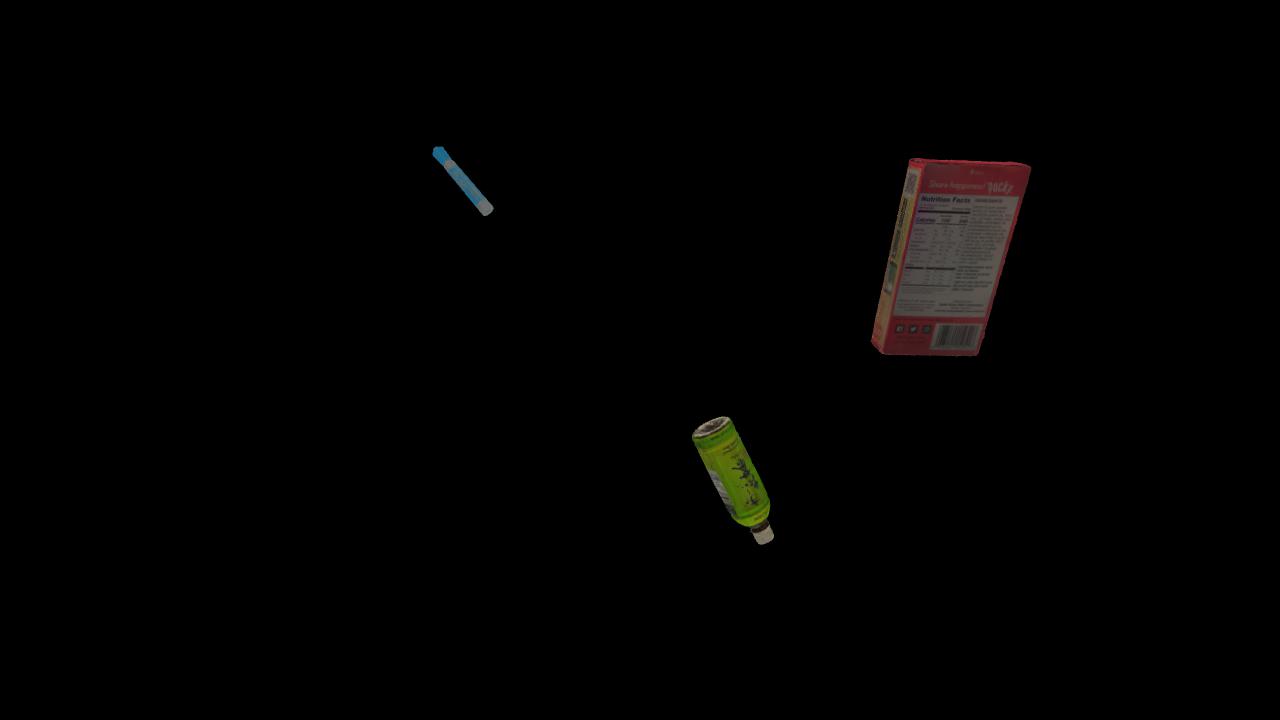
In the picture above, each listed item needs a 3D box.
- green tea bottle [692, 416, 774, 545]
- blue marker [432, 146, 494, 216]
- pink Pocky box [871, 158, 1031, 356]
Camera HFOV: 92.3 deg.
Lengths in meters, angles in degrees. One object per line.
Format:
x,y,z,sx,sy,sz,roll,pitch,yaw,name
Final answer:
0.155,0.196,0.977,0.073,0.212,0.073,-25,10,4,green tea bottle
-0.250,-0.252,0.861,0.020,0.121,0.020,-40,-5,-5,blue marker
0.243,-0.079,0.490,0.084,0.155,0.029,0,24,-4,pink Pocky box
